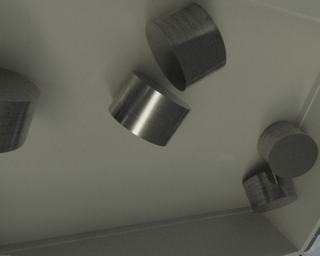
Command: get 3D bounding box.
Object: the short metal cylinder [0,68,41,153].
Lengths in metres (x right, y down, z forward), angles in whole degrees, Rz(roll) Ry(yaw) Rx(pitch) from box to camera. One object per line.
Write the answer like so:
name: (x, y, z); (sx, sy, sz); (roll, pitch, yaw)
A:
short metal cylinder: (-0.155, -0.020, 0.276); (0.081, 0.080, 0.050); (12, 112, -34)

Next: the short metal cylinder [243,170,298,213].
short metal cylinder: (0.196, 0.113, 0.552); (0.081, 0.050, 0.080); (-12, 150, -7)

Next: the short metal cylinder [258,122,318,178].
short metal cylinder: (0.211, 0.036, 0.515); (0.081, 0.050, 0.079); (-1, 112, -3)

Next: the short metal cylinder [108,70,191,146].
short metal cylinder: (-0.011, -0.023, 0.354); (0.080, 0.080, 0.050); (25, 105, -37)

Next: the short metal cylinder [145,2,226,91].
short metal cylinder: (0.027, -0.087, 0.335); (0.050, 0.080, 0.080); (-31, 129, -8)
